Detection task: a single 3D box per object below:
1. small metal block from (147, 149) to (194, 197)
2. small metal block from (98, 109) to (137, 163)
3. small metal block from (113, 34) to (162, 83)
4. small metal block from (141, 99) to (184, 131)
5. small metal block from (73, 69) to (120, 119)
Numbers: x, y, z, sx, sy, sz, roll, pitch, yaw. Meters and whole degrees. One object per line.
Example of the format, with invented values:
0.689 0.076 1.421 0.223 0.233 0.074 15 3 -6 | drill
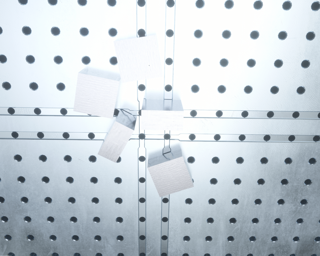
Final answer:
0.015 0.064 0.437 0.050 0.025 0.050 -19 109 6 | small metal block
-0.055 0.009 0.403 0.025 0.050 0.050 28 108 -10 | small metal block
-0.026 -0.086 0.381 0.050 0.025 0.050 -8 110 2 | small metal block
0.003 -0.018 0.394 0.050 0.050 0.025 2 110 -1 | small metal block
-0.080 -0.044 0.396 0.050 0.025 0.050 11 110 -5 | small metal block
